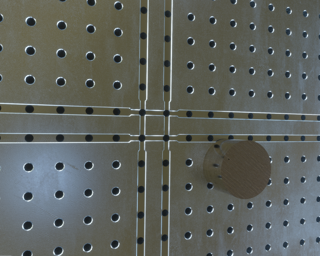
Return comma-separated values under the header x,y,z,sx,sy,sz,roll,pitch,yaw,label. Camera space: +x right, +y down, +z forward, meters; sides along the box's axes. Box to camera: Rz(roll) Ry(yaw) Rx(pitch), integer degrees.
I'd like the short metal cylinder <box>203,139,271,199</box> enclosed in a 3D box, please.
x,y,z,sx,sy,sz,roll,pitch,yaw,label
0.109,0.056,0.441,0.081,0.050,0.079,0,90,-20,short metal cylinder
